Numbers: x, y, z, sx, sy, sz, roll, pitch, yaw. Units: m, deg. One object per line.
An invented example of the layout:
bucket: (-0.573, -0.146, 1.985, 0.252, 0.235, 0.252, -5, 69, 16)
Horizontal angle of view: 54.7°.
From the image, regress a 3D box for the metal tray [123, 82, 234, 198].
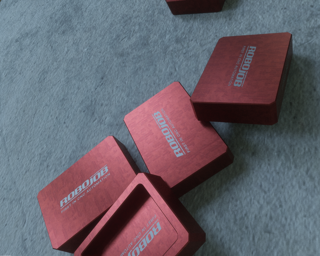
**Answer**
metal tray: (0.018, 0.011, 0.383, 0.090, 0.030, 0.130, -34, 52, 5)

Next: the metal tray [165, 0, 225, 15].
metal tray: (0.073, -0.249, 0.513, 0.090, 0.030, 0.130, 9, 66, 31)

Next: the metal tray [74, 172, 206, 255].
metal tray: (-0.026, 0.122, 0.317, 0.130, 0.030, 0.090, -51, 51, 11)

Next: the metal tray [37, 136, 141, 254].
metal tray: (-0.087, 0.082, 0.395, 0.130, 0.030, 0.090, -39, 51, 1)

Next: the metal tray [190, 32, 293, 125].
metal tray: (0.099, -0.062, 0.363, 0.090, 0.030, 0.130, 5, 48, 28)
